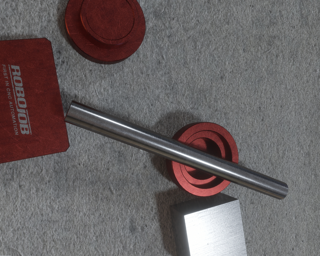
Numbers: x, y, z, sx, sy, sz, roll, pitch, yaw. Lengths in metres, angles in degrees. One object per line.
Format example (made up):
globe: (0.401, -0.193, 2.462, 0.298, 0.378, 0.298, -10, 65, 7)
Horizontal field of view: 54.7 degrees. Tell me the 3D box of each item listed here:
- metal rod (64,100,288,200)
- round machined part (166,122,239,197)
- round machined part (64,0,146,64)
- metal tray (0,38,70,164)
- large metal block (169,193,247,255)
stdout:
metal rod: (0.035, 0.034, 0.378, 0.302, 0.025, 0.025, 22, 83, -19)
round machined part: (0.053, 0.041, 0.421, 0.099, 0.042, 0.097, 0, 90, -21)
round machined part: (-0.064, -0.130, 0.377, 0.099, 0.042, 0.097, 0, 90, -21)
metal tray: (-0.159, -0.030, 0.348, 0.091, 0.030, 0.129, -10, 94, -20)
large metal block: (0.065, 0.140, 0.421, 0.081, 0.050, 0.079, -10, 94, -20)
